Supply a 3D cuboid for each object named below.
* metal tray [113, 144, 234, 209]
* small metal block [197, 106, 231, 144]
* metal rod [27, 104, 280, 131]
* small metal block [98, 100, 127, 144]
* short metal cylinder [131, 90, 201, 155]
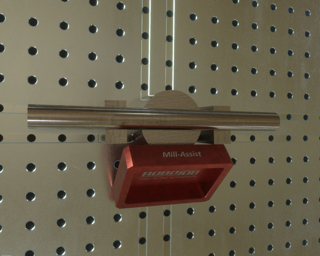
[{"bbox_3d":[0.014,0.060,0.386,0.131,0.089,0.030,0,47,-20],"label":"metal tray"},{"bbox_3d":[0.072,-0.004,0.426,0.025,0.050,0.050,-1,91,-20],"label":"small metal block"},{"bbox_3d":[0.010,-0.010,0.363,0.302,0.025,0.025,1,90,-20],"label":"metal rod"},{"bbox_3d":[-0.059,-0.007,0.378,0.025,0.050,0.050,-1,91,-20],"label":"small metal block"},{"bbox_3d":[0.007,-0.007,0.401,0.081,0.050,0.080,0,90,-20],"label":"short metal cylinder"}]
